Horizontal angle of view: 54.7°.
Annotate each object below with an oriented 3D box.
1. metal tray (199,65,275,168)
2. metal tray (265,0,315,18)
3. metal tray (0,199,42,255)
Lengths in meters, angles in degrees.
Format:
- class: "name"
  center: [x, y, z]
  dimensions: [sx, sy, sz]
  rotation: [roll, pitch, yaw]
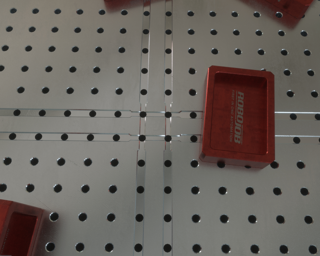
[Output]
- class: "metal tray"
  center: [0.104, -0.017, 0.416]
  dimensions: [0.091, 0.030, 0.130]
  rotation: [7, 70, 2]
- class: "metal tray"
  center: [0.198, -0.246, 0.502]
  dimensions: [0.130, 0.030, 0.090]
  rotation: [36, 74, 12]
- class: "metal tray"
  center: [-0.169, 0.144, 0.322]
  dimensions: [0.030, 0.090, 0.130]
  rotation: [8, 70, 3]
